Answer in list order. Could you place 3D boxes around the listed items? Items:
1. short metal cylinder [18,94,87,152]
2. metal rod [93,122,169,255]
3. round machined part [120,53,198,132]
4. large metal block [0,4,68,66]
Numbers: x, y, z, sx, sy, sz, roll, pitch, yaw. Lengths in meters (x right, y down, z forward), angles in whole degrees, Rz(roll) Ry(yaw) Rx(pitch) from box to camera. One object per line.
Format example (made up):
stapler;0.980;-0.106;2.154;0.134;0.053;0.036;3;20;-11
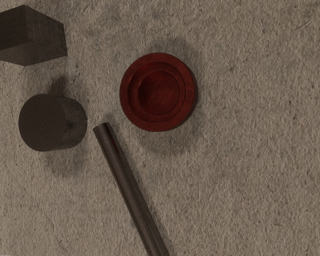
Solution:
short metal cylinder;-0.154;-0.007;0.448;0.080;0.050;0.079;0;90;19
metal rod;-0.019;0.131;0.414;0.025;0.025;0.299;-28;81;17
round machined part;0.001;-0.044;0.399;0.098;0.042;0.097;0;90;19
large metal block;-0.195;-0.129;0.447;0.080;0.080;0.050;-9;87;19
